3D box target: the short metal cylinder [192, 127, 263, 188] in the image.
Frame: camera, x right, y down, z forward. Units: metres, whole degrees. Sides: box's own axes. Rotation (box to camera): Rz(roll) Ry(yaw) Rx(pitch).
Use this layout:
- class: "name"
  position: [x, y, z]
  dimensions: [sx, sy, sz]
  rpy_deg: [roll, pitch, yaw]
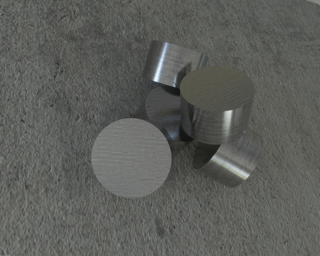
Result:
- class: "short metal cylinder"
  position: [0.085, 0.029, 0.397]
  dimensions: [0.050, 0.080, 0.080]
  rpy_deg: [31, 52, -9]

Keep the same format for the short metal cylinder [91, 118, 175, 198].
- class: "short metal cylinder"
  position: [-0.026, 0.029, 0.331]
  dimensions: [0.080, 0.050, 0.079]
  rpy_deg: [0, 92, 6]

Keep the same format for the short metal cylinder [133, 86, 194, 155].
- class: "short metal cylinder"
  position: [0.009, -0.007, 0.398]
  dimensions: [0.081, 0.050, 0.080]
  rpy_deg: [14, 55, -21]

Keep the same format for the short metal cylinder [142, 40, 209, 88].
- class: "short metal cylinder"
  position: [0.020, -0.083, 0.423]
  dimensions: [0.081, 0.080, 0.050]
  rpy_deg: [13, 100, -21]

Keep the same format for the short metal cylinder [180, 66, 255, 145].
- class: "short metal cylinder"
  position: [0.063, -0.027, 0.354]
  dimensions: [0.080, 0.050, 0.080]
  rpy_deg: [-2, 45, 2]
